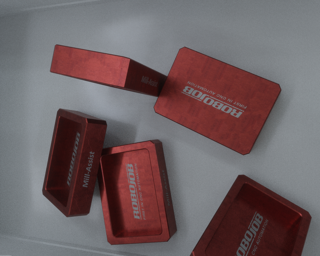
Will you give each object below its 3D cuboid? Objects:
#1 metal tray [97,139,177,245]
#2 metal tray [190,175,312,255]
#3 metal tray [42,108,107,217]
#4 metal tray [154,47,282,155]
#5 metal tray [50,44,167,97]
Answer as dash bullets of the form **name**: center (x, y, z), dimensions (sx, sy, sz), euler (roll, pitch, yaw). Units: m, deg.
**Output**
- **metal tray**: center (-0.034, 0.086, 0.418), dimensions (0.090, 0.030, 0.129), euler (-11, 86, 19)
- **metal tray**: center (0.096, 0.117, 0.323), dimensions (0.090, 0.131, 0.030), euler (30, 133, 17)
- **metal tray**: center (-0.121, 0.044, 0.428), dimensions (0.090, 0.030, 0.129), euler (17, 96, 47)
- **metal tray**: center (0.068, -0.034, 0.383), dimensions (0.130, 0.030, 0.090), euler (27, 99, 17)
- **metal tray**: center (-0.053, -0.064, 0.372), dimensions (0.090, 0.130, 0.030), euler (14, 95, 19)
